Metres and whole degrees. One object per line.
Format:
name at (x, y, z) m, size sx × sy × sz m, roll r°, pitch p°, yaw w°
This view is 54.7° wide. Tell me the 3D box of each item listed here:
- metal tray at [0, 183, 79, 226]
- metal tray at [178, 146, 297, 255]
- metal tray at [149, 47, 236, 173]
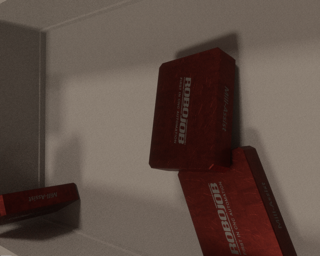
metal tray at (-0.214, 0.127, 0.512) m, size 0.090 × 0.131 × 0.030 m, roll -32°, pitch 71°, yaw 35°
metal tray at (0.080, 0.094, 0.337) m, size 0.090 × 0.030 × 0.129 m, roll -28°, pitch 73°, yaw 36°
metal tray at (0.035, -0.017, 0.350) m, size 0.090 × 0.030 × 0.129 m, roll -6°, pitch 73°, yaw 43°
